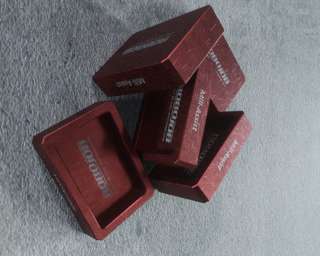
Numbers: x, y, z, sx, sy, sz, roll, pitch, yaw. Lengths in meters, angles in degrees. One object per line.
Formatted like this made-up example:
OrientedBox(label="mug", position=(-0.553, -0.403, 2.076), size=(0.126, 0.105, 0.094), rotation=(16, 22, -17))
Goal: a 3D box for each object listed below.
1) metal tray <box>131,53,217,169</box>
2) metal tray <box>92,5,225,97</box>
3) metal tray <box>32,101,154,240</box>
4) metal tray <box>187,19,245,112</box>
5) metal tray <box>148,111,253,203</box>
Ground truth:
OrientedBox(label="metal tray", position=(0.014, -0.020, 0.377), size=(0.030, 0.090, 0.129), rotation=(21, 77, -39))
OrientedBox(label="metal tray", position=(-0.007, -0.078, 0.334), size=(0.030, 0.130, 0.090), rotation=(52, 59, -28))
OrientedBox(label="metal tray", position=(-0.068, 0.046, 0.347), size=(0.091, 0.030, 0.129), rotation=(-36, 112, -34))
OrientedBox(label="metal tray", position=(0.073, -0.094, 0.466), size=(0.090, 0.030, 0.130), rotation=(-52, 121, -27))
OrientedBox(label="metal tray", position=(0.054, 0.032, 0.411), size=(0.130, 0.090, 0.030), rotation=(-51, 121, -28))
